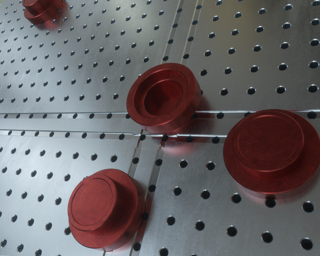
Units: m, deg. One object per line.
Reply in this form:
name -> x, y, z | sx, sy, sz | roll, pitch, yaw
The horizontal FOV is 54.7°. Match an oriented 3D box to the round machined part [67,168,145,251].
round machined part -> -0.071, 0.094, 0.375 | 0.098, 0.042, 0.098 | -13, 56, 20

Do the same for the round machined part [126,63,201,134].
round machined part -> 0.008, -0.035, 0.414 | 0.098, 0.042, 0.098 | -13, 56, 20

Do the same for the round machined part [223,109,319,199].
round machined part -> 0.114, 0.021, 0.324 | 0.098, 0.042, 0.098 | -13, 56, 20

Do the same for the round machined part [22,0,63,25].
round machined part -> -0.278, -0.291, 0.718 | 0.098, 0.042, 0.098 | -13, 56, 20
